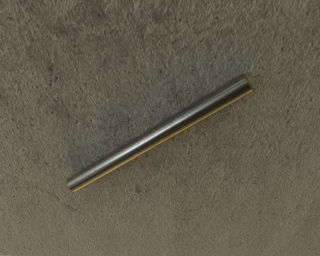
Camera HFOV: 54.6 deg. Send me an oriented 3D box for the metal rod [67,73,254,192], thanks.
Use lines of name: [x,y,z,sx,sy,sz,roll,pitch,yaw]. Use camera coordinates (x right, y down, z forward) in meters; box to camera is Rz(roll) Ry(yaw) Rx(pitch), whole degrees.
metal rod: [-0.015,0.017,0.420,0.300,0.025,0.025,-31,124,23]
